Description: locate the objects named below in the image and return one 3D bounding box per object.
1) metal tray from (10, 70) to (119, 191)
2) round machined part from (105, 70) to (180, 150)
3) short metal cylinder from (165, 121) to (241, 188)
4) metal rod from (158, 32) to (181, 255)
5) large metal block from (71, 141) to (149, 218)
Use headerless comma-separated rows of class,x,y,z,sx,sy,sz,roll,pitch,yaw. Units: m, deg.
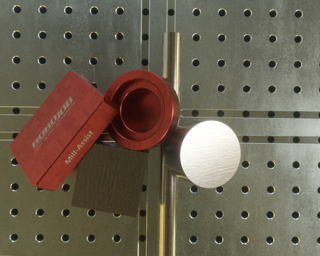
metal tray,-0.121,0.001,0.385,0.130,0.030,0.090,-52,52,0
round machined part,-0.020,-0.022,0.392,0.098,0.042,0.097,0,89,25
short metal cylinder,0.052,0.031,0.388,0.081,0.050,0.079,0,90,-20
metal rod,0.013,0.024,0.414,0.025,0.025,0.298,1,90,0
large metal block,-0.061,0.062,0.400,0.080,0.050,0.080,10,90,0
